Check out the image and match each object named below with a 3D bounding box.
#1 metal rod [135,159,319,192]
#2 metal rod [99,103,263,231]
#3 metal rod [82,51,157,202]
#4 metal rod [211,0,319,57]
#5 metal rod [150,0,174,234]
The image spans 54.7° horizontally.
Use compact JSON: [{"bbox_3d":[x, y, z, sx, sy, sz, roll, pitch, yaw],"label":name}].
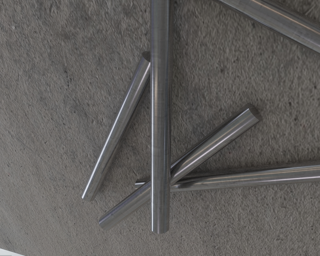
[{"bbox_3d":[0.093,0.064,0.397,0.300,0.025,0.025,-12,112,33],"label":"metal rod"},{"bbox_3d":[0.009,0.067,0.418,0.025,0.025,0.299,46,121,-4],"label":"metal rod"},{"bbox_3d":[-0.068,0.019,0.453,0.025,0.025,0.298,34,129,5],"label":"metal rod"},{"bbox_3d":[0.039,-0.143,0.297,0.301,0.025,0.025,31,128,8],"label":"metal rod"},{"bbox_3d":[0.001,-0.007,0.365,0.025,0.025,0.298,9,111,23],"label":"metal rod"}]
